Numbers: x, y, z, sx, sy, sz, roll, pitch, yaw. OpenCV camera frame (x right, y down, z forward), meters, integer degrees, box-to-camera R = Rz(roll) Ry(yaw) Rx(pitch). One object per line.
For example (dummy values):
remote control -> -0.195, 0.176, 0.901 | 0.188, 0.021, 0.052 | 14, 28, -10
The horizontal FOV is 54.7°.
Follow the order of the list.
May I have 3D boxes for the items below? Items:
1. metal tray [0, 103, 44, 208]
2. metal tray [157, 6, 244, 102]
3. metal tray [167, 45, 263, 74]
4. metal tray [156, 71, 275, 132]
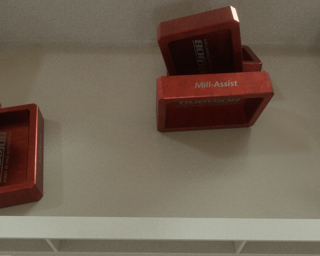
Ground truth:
metal tray -> -0.191, 0.032, 0.372 | 0.091, 0.030, 0.130 | -10, 51, -9
metal tray -> 0.057, -0.079, 0.391 | 0.090, 0.130, 0.030 | -10, 49, 12
metal tray -> 0.076, -0.098, 0.466 | 0.131, 0.030, 0.090 | 1, 30, 0
metal tray -> 0.061, -0.030, 0.385 | 0.131, 0.090, 0.030 | -3, 65, -3
